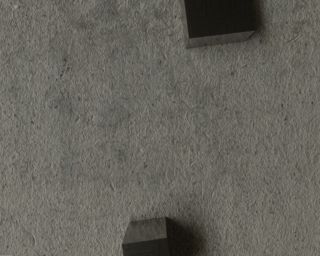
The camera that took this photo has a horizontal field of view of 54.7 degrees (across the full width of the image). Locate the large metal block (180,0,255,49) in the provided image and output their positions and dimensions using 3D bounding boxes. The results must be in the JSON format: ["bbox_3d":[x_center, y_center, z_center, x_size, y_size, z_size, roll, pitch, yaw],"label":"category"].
[{"bbox_3d":[0.070,-0.152,0.398,0.080,0.050,0.080,-7,90,0],"label":"large metal block"}]

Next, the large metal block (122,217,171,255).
[{"bbox_3d":[-0.012,0.164,0.382,0.050,0.080,0.080,-8,90,0],"label":"large metal block"}]
